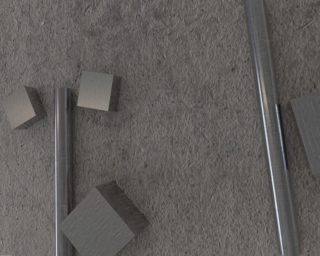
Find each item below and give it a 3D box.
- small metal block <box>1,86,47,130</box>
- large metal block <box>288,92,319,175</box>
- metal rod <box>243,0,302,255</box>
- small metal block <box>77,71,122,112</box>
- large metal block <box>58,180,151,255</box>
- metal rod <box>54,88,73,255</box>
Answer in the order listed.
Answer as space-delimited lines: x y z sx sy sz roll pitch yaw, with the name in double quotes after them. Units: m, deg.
-0.212 -0.030 0.484 0.050 0.025 0.050 -27 81 18 "small metal block"
0.190 -0.001 0.329 0.080 0.050 0.080 -16 85 19 "large metal block"
0.131 -0.005 0.362 0.025 0.025 0.298 -8 87 20 "metal rod"
-0.086 -0.052 0.439 0.050 0.025 0.050 10 93 19 "small metal block"
-0.075 0.132 0.422 0.080 0.050 0.080 47 104 14 "large metal block"
-0.143 0.091 0.459 0.025 0.025 0.298 -1 90 20 "metal rod"
